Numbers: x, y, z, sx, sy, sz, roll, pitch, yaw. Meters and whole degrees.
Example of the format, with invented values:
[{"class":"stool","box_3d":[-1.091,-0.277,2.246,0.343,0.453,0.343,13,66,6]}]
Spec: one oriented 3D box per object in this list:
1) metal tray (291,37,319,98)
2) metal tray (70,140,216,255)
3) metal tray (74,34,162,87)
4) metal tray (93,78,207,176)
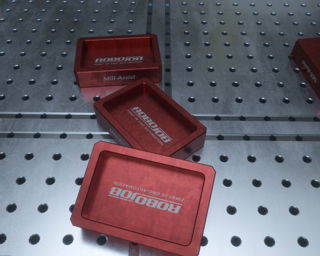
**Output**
[{"class":"metal tray","box_3d":[0.277,-0.093,0.487,0.091,0.030,0.130,-6,50,-6]},{"class":"metal tray","box_3d":[-0.015,0.072,0.322,0.131,0.030,0.090,12,74,9]},{"class":"metal tray","box_3d":[-0.066,-0.110,0.495,0.131,0.030,0.090,-4,50,-4]},{"class":"metal tray","box_3d":[-0.015,-0.006,0.408,0.091,0.030,0.130,-32,57,-24]}]
